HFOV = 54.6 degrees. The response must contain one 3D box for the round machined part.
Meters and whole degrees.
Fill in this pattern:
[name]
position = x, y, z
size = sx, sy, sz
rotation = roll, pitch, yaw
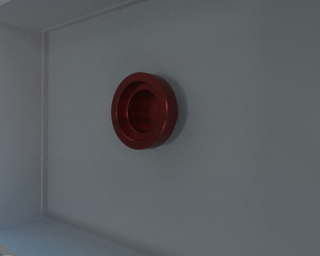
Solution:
[round machined part]
position = -0.016, -0.021, 0.406
size = 0.098, 0.042, 0.097
rotation = 0, 90, 40
